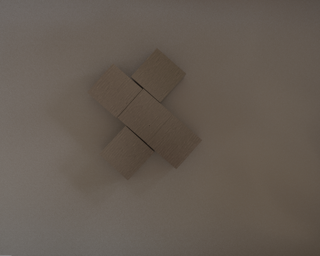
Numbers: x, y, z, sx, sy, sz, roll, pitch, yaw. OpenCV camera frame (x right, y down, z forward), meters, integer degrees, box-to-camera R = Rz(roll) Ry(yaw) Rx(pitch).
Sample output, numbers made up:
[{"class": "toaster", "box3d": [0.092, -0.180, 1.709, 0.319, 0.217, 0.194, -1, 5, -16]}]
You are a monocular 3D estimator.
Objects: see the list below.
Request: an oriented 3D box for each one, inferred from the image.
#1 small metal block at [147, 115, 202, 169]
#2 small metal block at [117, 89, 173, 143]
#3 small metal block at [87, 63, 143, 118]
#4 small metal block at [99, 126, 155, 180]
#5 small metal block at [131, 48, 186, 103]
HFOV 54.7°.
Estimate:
[{"class": "small metal block", "box3d": [0.019, 0.018, 0.409, 0.050, 0.025, 0.050, 41, 90, 0]}, {"class": "small metal block", "box3d": [-0.019, -0.015, 0.408, 0.050, 0.025, 0.050, 41, 90, 0]}, {"class": "small metal block", "box3d": [-0.058, -0.048, 0.409, 0.050, 0.025, 0.050, 41, 90, 0]}, {"class": "small metal block", "box3d": [-0.042, 0.032, 0.409, 0.050, 0.025, 0.050, 43, 91, 0]}, {"class": "small metal block", "box3d": [-0.002, -0.067, 0.409, 0.050, 0.025, 0.050, 42, 89, 0]}]
